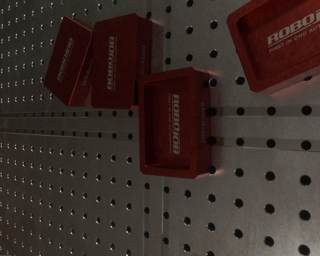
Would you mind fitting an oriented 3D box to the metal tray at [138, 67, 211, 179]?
[{"bbox_3d":[0.016,-0.005,0.390,0.090,0.030,0.129,-2,89,39],"label":"metal tray"}]

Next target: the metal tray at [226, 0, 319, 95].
[{"bbox_3d":[0.137,-0.097,0.292,0.130,0.030,0.090,-25,75,37],"label":"metal tray"}]

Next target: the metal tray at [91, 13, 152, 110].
[{"bbox_3d":[-0.058,-0.092,0.452,0.090,0.030,0.129,4,93,39],"label":"metal tray"}]

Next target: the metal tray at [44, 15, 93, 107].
[{"bbox_3d":[-0.147,-0.112,0.524,0.090,0.030,0.129,37,112,33],"label":"metal tray"}]
